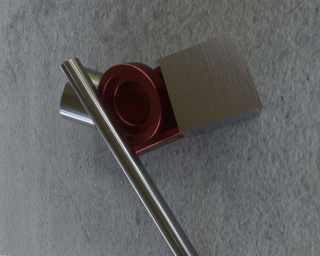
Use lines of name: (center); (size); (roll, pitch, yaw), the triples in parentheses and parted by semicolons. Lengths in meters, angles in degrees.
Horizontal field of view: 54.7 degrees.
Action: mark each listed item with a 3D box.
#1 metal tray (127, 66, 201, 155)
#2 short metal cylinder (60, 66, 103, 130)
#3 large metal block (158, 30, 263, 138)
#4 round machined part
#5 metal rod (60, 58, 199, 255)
metal tray: (-0.009, -0.022, 0.408); (0.130, 0.030, 0.090); (-26, 74, 36)
short metal cylinder: (-0.100, -0.043, 0.442); (0.050, 0.080, 0.079); (19, 105, 1)
large metal block: (0.052, -0.042, 0.324); (0.080, 0.050, 0.080); (-18, 77, 11)
round machined part: (-0.028, -0.033, 0.385); (0.098, 0.042, 0.097); (12, 112, 32)
metal rod: (-0.033, 0.048, 0.375); (0.025, 0.025, 0.299); (-34, 87, 35)
